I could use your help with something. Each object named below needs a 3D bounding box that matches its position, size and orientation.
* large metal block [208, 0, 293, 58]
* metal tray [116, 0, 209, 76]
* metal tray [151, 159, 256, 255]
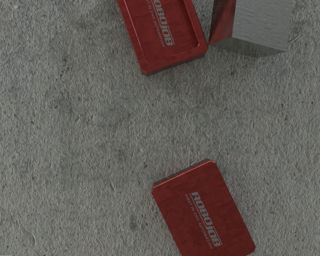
[{"bbox_3d":[0.113,-0.138,0.385,0.081,0.050,0.080,7,90,-23],"label":"large metal block"},{"bbox_3d":[-0.001,-0.144,0.407,0.090,0.030,0.129,-19,90,0],"label":"metal tray"},{"bbox_3d":[0.056,0.117,0.408,0.090,0.030,0.129,-25,90,0],"label":"metal tray"}]
